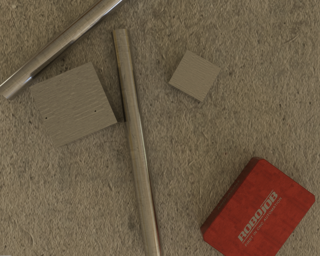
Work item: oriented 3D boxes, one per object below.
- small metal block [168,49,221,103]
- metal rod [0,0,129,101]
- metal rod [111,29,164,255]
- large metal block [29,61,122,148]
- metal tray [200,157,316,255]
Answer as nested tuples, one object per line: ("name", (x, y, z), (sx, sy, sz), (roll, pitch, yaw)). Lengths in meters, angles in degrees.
("small metal block", (0.045, -0.067, 0.411), (0.050, 0.025, 0.050), (29, 90, -1))
("metal rod", (-0.091, -0.144, 0.408), (0.300, 0.025, 0.025), (-41, 91, -1))
("metal rod", (-0.030, 0.021, 0.409), (0.025, 0.025, 0.298), (-9, 90, 0))
("large metal block", (-0.104, -0.028, 0.396), (0.080, 0.050, 0.080), (-23, 90, -1))
("metal tray", (0.127, 0.115, 0.409), (0.090, 0.030, 0.130), (36, 90, -1))
